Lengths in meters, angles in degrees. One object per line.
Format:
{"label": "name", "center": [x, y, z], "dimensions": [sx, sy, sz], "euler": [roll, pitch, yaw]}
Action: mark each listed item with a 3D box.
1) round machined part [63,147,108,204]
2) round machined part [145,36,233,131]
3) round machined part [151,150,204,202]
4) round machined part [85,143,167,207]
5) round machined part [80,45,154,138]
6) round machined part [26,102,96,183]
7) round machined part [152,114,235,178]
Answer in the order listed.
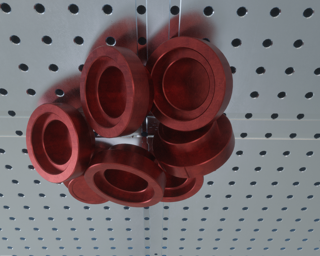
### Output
{"label": "round machined part", "center": [-0.099, 0.078, 0.466], "dimensions": [0.099, 0.042, 0.097], "euler": [0, 130, 0]}
{"label": "round machined part", "center": [0.033, -0.048, 0.338], "dimensions": [0.098, 0.042, 0.097], "euler": [7, 103, 32]}
{"label": "round machined part", "center": [0.013, 0.062, 0.453], "dimensions": [0.099, 0.042, 0.097], "euler": [0, 130, 0]}
{"label": "round machined part", "center": [-0.040, 0.056, 0.388], "dimensions": [0.098, 0.042, 0.098], "euler": [9, 139, 8]}
{"label": "round machined part", "center": [-0.044, -0.040, 0.342], "dimensions": [0.042, 0.098, 0.097], "euler": [-8, 143, -44]}
{"label": "round machined part", "center": [-0.121, 0.017, 0.391], "dimensions": [0.098, 0.098, 0.042], "euler": [-42, 163, 29]}
{"label": "round machined part", "center": [0.036, 0.008, 0.369], "dimensions": [0.098, 0.098, 0.042], "euler": [-15, 131, 12]}
